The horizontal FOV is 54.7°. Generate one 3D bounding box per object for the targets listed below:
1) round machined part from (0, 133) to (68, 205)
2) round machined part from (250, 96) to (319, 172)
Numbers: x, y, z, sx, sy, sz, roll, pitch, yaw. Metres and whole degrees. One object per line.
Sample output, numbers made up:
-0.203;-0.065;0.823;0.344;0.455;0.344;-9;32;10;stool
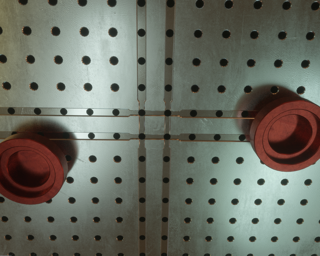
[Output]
-0.174;0.051;0.421;0.099;0.042;0.097;0;110;-1;round machined part
0.167;0.005;0.409;0.099;0.042;0.097;0;110;-1;round machined part
